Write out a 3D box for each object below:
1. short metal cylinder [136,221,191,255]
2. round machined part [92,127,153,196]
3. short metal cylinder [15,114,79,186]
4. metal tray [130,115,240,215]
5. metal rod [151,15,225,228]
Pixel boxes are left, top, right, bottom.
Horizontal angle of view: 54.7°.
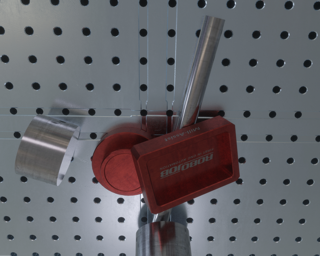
[{"bbox_3d":[0.005,0.178,0.451,0.081,0.050,0.080,-2,134,-2],"label":"short metal cylinder"},{"bbox_3d":[-0.044,0.052,0.423,0.099,0.042,0.097,0,110,0],"label":"round machined part"},{"bbox_3d":[-0.140,0.028,0.393,0.050,0.080,0.079,18,109,-7],"label":"short metal cylinder"},{"bbox_3d":[0.036,0.047,0.400,0.131,0.030,0.089,-19,117,-14],"label":"metal tray"},{"bbox_3d":[0.032,0.006,0.415,0.025,0.025,0.298,12,110,-5],"label":"metal rod"}]
